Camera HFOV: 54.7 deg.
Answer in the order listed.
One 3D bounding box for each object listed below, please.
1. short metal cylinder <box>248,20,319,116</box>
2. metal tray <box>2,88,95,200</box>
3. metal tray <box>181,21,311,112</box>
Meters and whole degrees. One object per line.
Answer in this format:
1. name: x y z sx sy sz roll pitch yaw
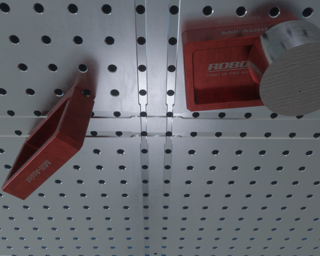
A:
1. short metal cylinder: 0.133 -0.058 0.307 0.081 0.050 0.079 0 130 0
2. metal tray: -0.138 0.020 0.384 0.030 0.090 0.130 36 121 -27
3. metal tray: 0.093 -0.067 0.351 0.131 0.030 0.089 -5 130 3
